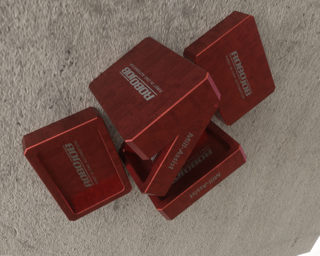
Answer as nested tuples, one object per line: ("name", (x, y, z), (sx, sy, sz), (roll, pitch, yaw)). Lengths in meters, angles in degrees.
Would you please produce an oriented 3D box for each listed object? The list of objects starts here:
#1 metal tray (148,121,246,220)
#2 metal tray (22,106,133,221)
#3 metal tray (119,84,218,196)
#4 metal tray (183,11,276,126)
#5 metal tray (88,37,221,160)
("metal tray", (0.037, 0.050, 0.419), (0.130, 0.090, 0.030), (-37, 130, -4))
("metal tray", (-0.096, 0.048, 0.383), (0.091, 0.030, 0.129), (-26, 128, -13))
("metal tray", (0.004, 0.004, 0.372), (0.030, 0.090, 0.129), (18, 109, -36))
("metal tray", (0.097, -0.075, 0.414), (0.090, 0.030, 0.130), (-38, 130, -3))
("metal tray", (-0.013, -0.038, 0.311), (0.090, 0.130, 0.030), (-40, 130, -2))
